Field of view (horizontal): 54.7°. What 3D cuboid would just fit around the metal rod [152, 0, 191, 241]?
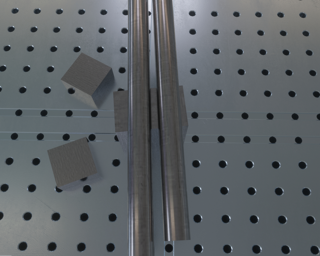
[{"bbox_3d":[0.009,-0.036,0.339,0.025,0.025,0.299,-2,70,-1],"label":"metal rod"}]

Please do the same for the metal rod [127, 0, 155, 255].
[{"bbox_3d":[-0.022,-0.021,0.334,0.025,0.025,0.299,-2,70,-1],"label":"metal rod"}]

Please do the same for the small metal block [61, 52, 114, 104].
[{"bbox_3d":[-0.101,-0.071,0.437,0.050,0.025,0.050,28,72,9],"label":"small metal block"}]

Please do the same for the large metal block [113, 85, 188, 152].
[{"bbox_3d":[-0.011,-0.009,0.386,0.081,0.080,0.050,-5,70,-2],"label":"large metal block"}]

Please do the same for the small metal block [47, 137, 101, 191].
[{"bbox_3d":[-0.109,0.046,0.394,0.050,0.025,0.050,-20,71,-7],"label":"small metal block"}]
